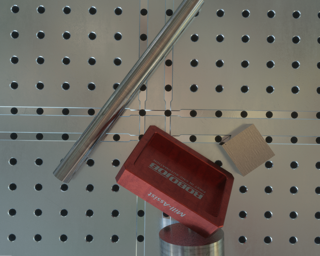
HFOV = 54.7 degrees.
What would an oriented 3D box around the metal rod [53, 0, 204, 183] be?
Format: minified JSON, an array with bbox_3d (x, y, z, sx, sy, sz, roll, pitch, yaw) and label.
[{"bbox_3d":[-0.041,-0.054,0.412,0.025,0.025,0.299,37,90,-1],"label":"metal rod"}]

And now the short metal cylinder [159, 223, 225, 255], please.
[{"bbox_3d":[0.040,0.155,0.386,0.081,0.080,0.050,-2,92,-1],"label":"short metal cylinder"}]

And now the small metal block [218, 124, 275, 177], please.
[{"bbox_3d":[0.115,0.029,0.415,0.050,0.025,0.050,-35,90,0],"label":"small metal block"}]

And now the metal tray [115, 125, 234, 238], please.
[{"bbox_3d":[0.023,0.062,0.382,0.130,0.090,0.030,32,129,-1],"label":"metal tray"}]
